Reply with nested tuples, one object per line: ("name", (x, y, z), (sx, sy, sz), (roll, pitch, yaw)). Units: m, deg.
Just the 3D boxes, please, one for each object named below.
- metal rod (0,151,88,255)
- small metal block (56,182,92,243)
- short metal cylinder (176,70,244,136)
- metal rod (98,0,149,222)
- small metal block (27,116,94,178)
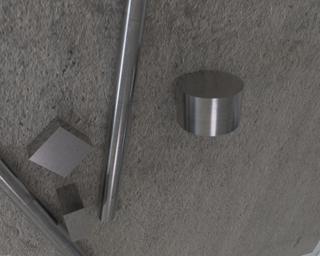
("metal rod", (-0.140, 0.142, 0.417), (0.025, 0.025, 0.299), (-28, 128, -11))
("small metal block", (-0.110, 0.107, 0.397), (0.025, 0.050, 0.050), (-17, 125, -19))
("short metal cylinder", (0.061, -0.033, 0.384), (0.081, 0.080, 0.050), (-16, 125, -20))
("metal rod", (-0.050, -0.006, 0.375), (0.025, 0.025, 0.298), (-3, 120, -27))
("small metal block", (-0.115, 0.023, 0.358), (0.050, 0.025, 0.050), (-46, 129, 4))
